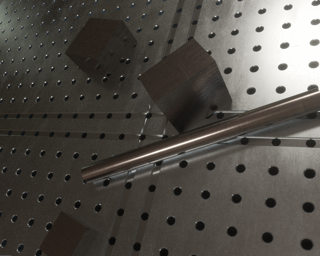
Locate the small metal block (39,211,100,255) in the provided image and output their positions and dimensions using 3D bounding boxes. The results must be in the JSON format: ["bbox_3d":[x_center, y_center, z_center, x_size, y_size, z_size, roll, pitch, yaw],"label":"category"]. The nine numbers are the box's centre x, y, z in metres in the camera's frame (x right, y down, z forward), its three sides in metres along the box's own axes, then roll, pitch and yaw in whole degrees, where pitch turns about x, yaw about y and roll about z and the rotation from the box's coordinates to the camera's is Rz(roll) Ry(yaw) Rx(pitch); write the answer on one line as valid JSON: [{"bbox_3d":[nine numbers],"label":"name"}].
[{"bbox_3d":[-0.111,0.138,0.380,0.050,0.025,0.050,18,71,34],"label":"small metal block"}]

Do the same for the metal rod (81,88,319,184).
[{"bbox_3d":[0.038,0.016,0.377,0.301,0.025,0.025,-19,55,16],"label":"metal rod"}]

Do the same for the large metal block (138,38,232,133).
[{"bbox_3d":[0.033,-0.049,0.384,0.080,0.080,0.050,-35,52,5],"label":"large metal block"}]

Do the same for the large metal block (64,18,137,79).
[{"bbox_3d":[-0.100,-0.137,0.527,0.080,0.050,0.080,18,71,34],"label":"large metal block"}]
